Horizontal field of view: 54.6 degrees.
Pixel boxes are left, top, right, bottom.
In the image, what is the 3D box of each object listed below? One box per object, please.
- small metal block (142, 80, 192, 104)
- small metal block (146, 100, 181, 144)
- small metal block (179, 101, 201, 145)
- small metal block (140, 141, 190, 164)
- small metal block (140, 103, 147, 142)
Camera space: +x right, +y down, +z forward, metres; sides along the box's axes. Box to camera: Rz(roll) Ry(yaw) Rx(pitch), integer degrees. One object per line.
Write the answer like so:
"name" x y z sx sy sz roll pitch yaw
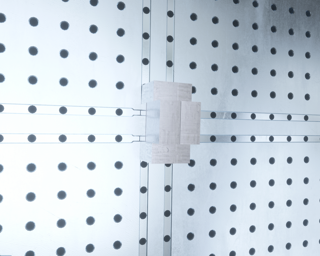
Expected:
"small metal block" 0.008 -0.044 0.401 0.050 0.050 0.025 2 90 -20
"small metal block" 0.003 -0.007 0.373 0.025 0.050 0.050 2 90 -20
"small metal block" 0.027 -0.006 0.382 0.025 0.050 0.050 2 89 -19
"small metal block" 0.005 0.031 0.401 0.050 0.050 0.025 2 90 -20
"small metal block" 0.002 -0.007 0.412 0.050 0.025 0.050 2 90 -19
